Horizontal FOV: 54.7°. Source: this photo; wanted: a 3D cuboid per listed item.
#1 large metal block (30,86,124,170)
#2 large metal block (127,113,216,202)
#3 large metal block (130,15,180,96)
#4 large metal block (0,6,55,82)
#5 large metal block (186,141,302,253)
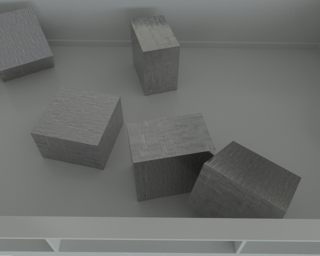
[{"bbox_3d":[-0.098,-0.001,0.389,0.080,0.050,0.080,10,51,8],"label":"large metal block"},{"bbox_3d":[0.010,0.034,0.341,0.081,0.080,0.050,-9,51,-7],"label":"large metal block"},{"bbox_3d":[-0.009,-0.107,0.460,0.050,0.080,0.080,-12,51,-10],"label":"large metal block"},{"bbox_3d":[-0.215,-0.125,0.467,0.081,0.050,0.080,-23,88,-18],"label":"large metal block"},{"bbox_3d":[0.087,0.064,0.316,0.080,0.050,0.081,30,28,22],"label":"large metal block"}]
